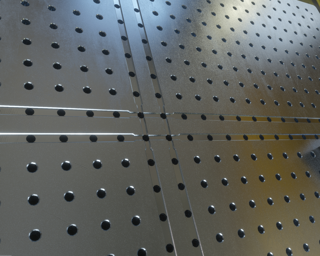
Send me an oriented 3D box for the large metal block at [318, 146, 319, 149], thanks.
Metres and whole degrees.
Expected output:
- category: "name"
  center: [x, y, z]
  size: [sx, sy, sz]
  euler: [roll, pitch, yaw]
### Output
- category: "large metal block"
  center: [0.348, 0.039, 0.559]
  size: [0.081, 0.050, 0.080]
  euler: [-29, 78, -38]
